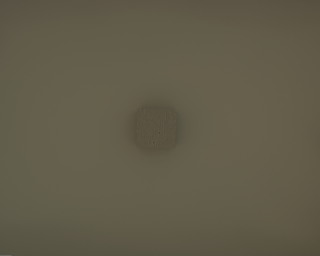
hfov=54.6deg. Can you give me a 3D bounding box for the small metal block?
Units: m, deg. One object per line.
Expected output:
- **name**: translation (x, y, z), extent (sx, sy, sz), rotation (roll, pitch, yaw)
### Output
- **small metal block**: translation (-0.005, 0.000, 0.408), extent (0.050, 0.025, 0.050), rotation (2, 90, 0)
